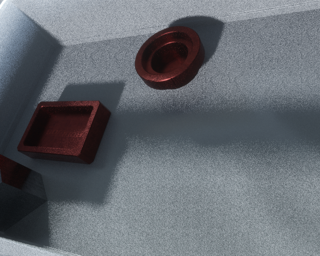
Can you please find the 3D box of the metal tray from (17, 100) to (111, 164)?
[{"bbox_3d":[-0.148,0.004,0.475,0.130,0.030,0.090,2,62,28],"label":"metal tray"}]

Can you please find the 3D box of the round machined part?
[{"bbox_3d":[0.017,-0.094,0.442,0.098,0.042,0.098,-13,56,20],"label":"round machined part"}]

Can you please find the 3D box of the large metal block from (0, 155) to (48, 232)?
[{"bbox_3d":[-0.219,0.091,0.427,0.080,0.080,0.050,-36,52,4],"label":"large metal block"}]
